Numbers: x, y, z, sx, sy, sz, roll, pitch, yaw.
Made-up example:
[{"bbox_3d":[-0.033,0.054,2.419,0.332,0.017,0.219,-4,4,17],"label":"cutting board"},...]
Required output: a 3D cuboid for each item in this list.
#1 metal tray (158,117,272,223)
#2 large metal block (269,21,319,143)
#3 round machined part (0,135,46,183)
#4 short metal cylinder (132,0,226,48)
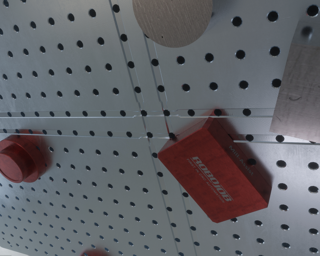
[{"bbox_3d":[0.070,0.059,0.408,0.090,0.030,0.130,-34,100,38],"label":"metal tray"},{"bbox_3d":[0.137,-0.044,0.276,0.050,0.080,0.079,15,124,20],"label":"large metal block"},{"bbox_3d":[-0.269,0.065,0.582,0.098,0.042,0.097,13,124,21],"label":"round machined part"},{"bbox_3d":[0.020,-0.126,0.307,0.080,0.050,0.079,13,124,21],"label":"short metal cylinder"}]
